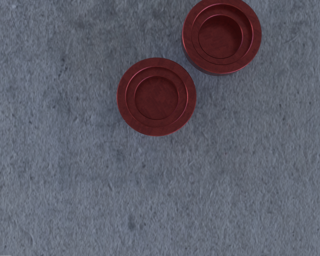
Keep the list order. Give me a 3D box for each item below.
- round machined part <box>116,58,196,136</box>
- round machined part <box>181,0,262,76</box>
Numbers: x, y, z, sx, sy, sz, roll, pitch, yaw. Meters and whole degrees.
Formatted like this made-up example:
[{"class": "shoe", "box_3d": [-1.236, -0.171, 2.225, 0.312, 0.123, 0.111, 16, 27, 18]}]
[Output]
[{"class": "round machined part", "box_3d": [-0.004, -0.038, 0.401, 0.099, 0.042, 0.097, 0, 90, -1]}, {"class": "round machined part", "box_3d": [0.077, -0.116, 0.402, 0.099, 0.042, 0.097, 0, 90, -1]}]
